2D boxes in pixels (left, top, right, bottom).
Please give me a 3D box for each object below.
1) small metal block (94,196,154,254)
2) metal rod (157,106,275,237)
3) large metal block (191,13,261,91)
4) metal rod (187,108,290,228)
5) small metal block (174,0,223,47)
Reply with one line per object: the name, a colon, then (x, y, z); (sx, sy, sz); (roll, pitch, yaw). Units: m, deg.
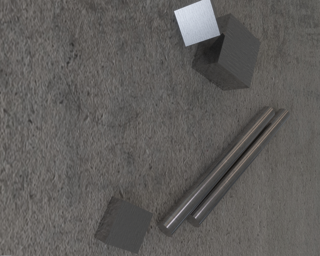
small metal block: (-0.042, 0.116, 0.370); (0.050, 0.025, 0.050); (35, 68, -35)
metal rod: (0.103, 0.053, 0.490); (0.302, 0.025, 0.025); (-40, 115, -32)
large metal block: (0.103, -0.112, 0.474); (0.080, 0.050, 0.080); (27, 73, -37)
metal rod: (0.144, 0.053, 0.525); (0.302, 0.025, 0.025); (-39, 114, -33)
small metal block: (0.054, -0.147, 0.429); (0.050, 0.050, 0.025); (69, 24, -17)
